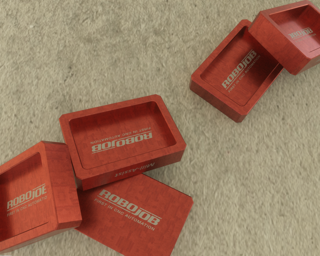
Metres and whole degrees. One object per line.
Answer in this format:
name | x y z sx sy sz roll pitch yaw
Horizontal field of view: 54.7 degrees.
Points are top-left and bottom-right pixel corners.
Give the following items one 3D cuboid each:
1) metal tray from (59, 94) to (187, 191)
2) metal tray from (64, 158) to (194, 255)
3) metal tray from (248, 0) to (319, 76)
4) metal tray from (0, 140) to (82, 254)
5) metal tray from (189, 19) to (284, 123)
metal tray | -0.045 0.013 0.375 0.131 0.030 0.090 -15 58 -19
metal tray | -0.037 0.098 0.369 0.130 0.030 0.090 25 72 8
metal tray | 0.195 -0.129 0.427 0.131 0.030 0.090 -25 69 -34
metal tray | -0.147 0.079 0.338 0.130 0.030 0.090 -27 69 27
metal tray | 0.115 -0.083 0.437 0.090 0.030 0.130 38 74 12
